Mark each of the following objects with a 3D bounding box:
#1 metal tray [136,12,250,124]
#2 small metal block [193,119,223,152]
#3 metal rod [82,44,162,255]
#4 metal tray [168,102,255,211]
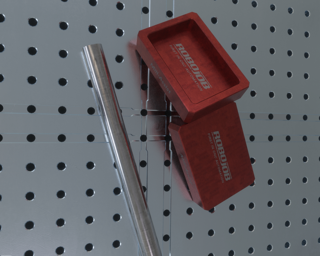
[{"bbox_3d":[0.039,-0.080,0.395,0.091,0.030,0.130,-26,73,-18],"label":"metal tray"},{"bbox_3d":[0.061,0.000,0.435,0.050,0.025,0.050,-24,98,-18],"label":"small metal block"},{"bbox_3d":[-0.045,0.043,0.396,0.025,0.025,0.298,-17,96,-19],"label":"metal rod"},{"bbox_3d":[0.074,0.036,0.423,0.091,0.030,0.129,-26,111,-18],"label":"metal tray"}]
